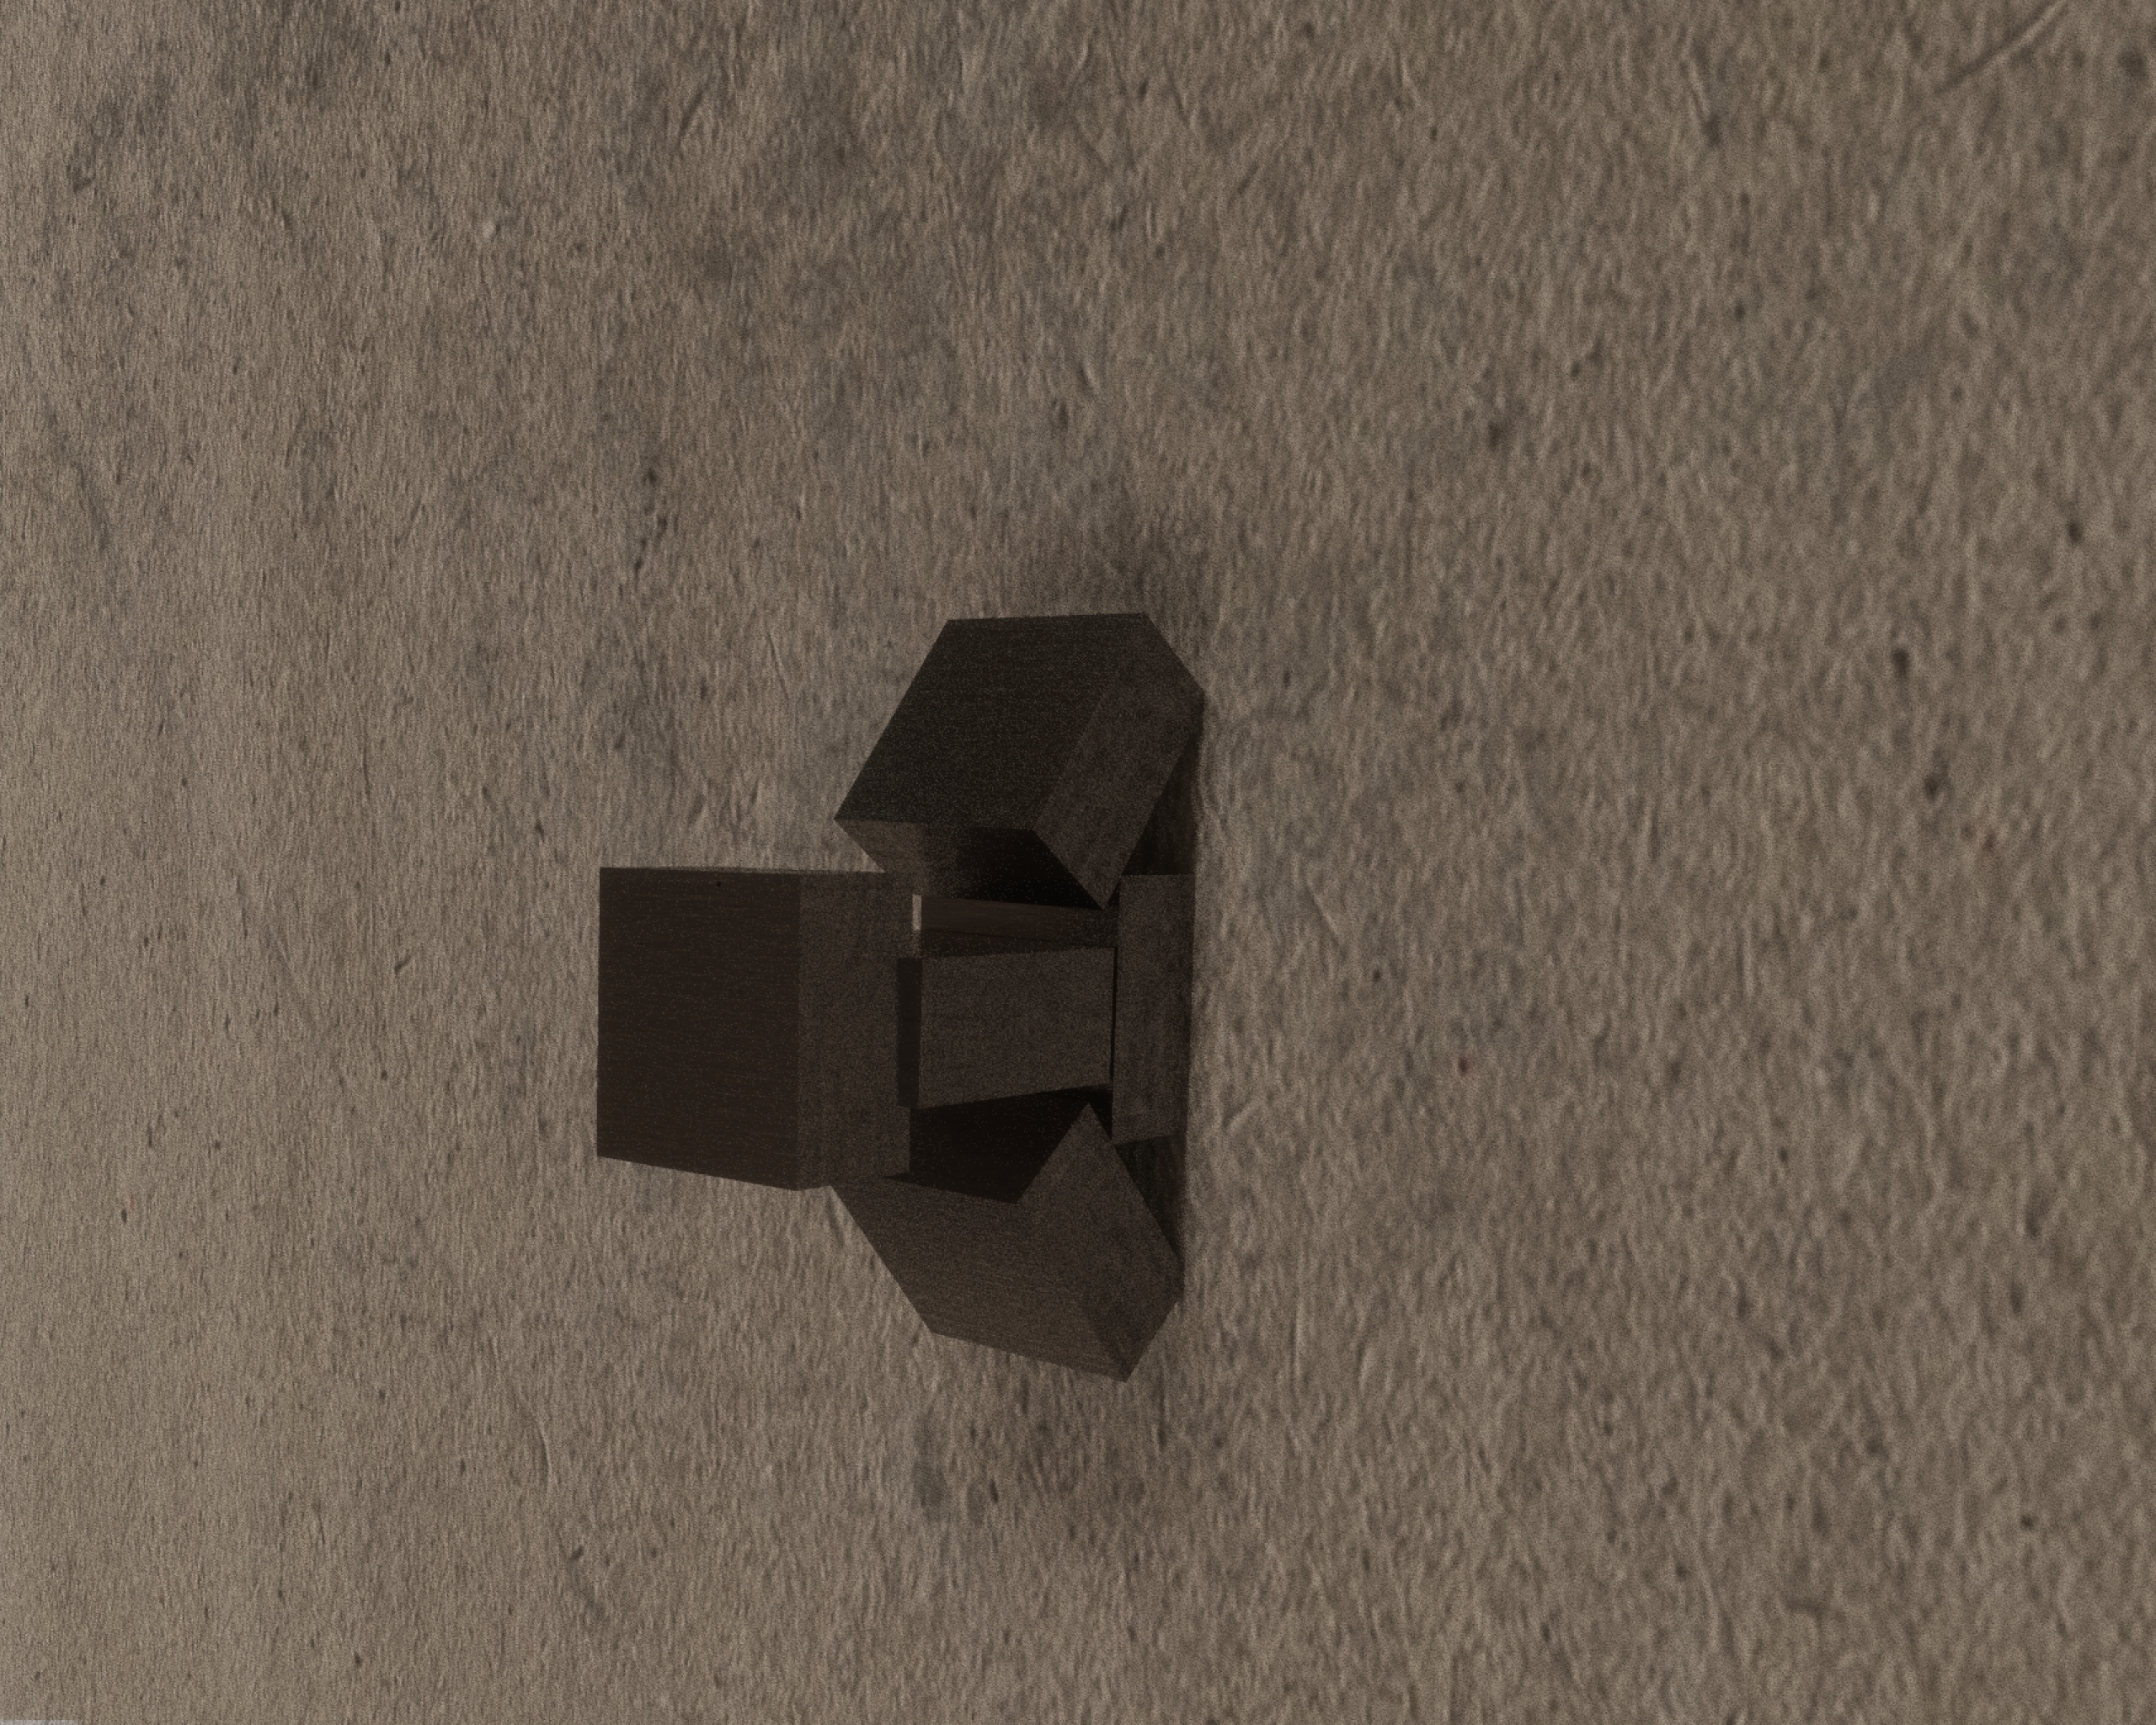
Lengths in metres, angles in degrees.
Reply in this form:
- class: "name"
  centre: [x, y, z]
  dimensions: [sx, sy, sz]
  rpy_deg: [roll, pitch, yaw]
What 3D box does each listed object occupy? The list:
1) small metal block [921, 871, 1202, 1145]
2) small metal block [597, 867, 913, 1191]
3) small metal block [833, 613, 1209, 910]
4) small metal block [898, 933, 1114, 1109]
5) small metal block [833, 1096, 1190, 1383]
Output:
- class: "small metal block"
  centre: [-0.004, 0.026, 0.409]
  dimensions: [0.050, 0.025, 0.050]
  rpy_deg: [3, 92, 39]
- class: "small metal block"
  centre: [-0.055, 0.026, 0.352]
  dimensions: [0.050, 0.025, 0.050]
  rpy_deg: [1, 91, 39]
- class: "small metal block"
  centre: [-0.011, -0.020, 0.398]
  dimensions: [0.050, 0.025, 0.050]
  rpy_deg: [4, 56, 40]
- class: "small metal block"
  centre: [-0.029, 0.027, 0.379]
  dimensions: [0.050, 0.050, 0.025]
  rpy_deg: [3, 92, 39]
- class: "small metal block"
  centre: [-0.014, 0.069, 0.400]
  dimensions: [0.050, 0.025, 0.050]
  rpy_deg: [3, 133, 39]
